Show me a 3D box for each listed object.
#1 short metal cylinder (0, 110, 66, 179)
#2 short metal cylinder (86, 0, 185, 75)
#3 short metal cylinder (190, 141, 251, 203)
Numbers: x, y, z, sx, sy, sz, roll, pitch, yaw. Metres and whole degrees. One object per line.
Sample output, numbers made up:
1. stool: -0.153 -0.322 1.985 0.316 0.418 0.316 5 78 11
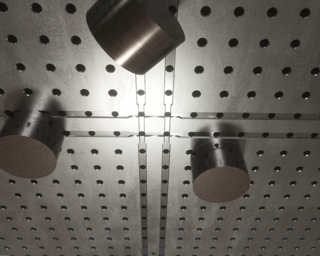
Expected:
1. short metal cylinder: -0.173 0.022 0.412 0.081 0.050 0.079 -1 130 0
2. short metal cylinder: -0.021 -0.097 0.292 0.050 0.080 0.080 -36 122 26
3. short metal cylinder: 0.086 0.065 0.452 0.081 0.050 0.079 -1 130 0
